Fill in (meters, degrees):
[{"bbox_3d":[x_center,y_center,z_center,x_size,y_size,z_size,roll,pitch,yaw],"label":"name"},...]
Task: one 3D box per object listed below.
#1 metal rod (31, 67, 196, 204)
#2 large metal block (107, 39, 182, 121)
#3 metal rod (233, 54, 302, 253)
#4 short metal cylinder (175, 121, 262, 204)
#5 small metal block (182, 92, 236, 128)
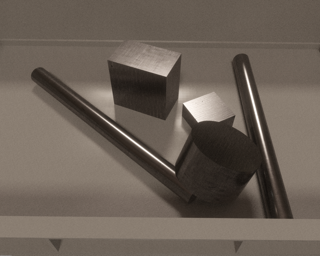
[{"bbox_3d":[-0.073,-0.003,0.406,0.300,0.025,0.025,35,58,25],"label":"metal rod"},{"bbox_3d":[-0.019,-0.065,0.424,0.080,0.080,0.050,18,53,14],"label":"large metal block"},{"bbox_3d":[0.128,0.005,0.402,0.025,0.025,0.300,1,50,0],"label":"metal rod"},{"bbox_3d":[0.063,0.036,0.342,0.081,0.050,0.080,15,34,-10],"label":"short metal cylinder"},{"bbox_3d":[0.065,-0.017,0.420,0.050,0.025,0.050,-21,54,-18],"label":"small metal block"}]
